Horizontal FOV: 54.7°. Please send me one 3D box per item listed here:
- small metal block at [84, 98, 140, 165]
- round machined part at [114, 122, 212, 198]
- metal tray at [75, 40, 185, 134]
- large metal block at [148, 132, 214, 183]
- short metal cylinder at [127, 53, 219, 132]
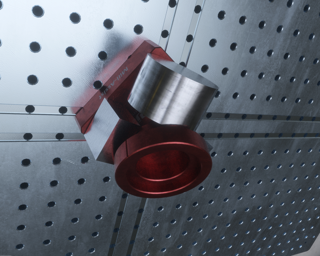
[{"bbox_3d":[-0.052,0.003,0.329,0.025,0.050,0.050,21,107,-36],"label":"small metal block"},{"bbox_3d":[0.001,0.030,0.324,0.099,0.042,0.097,-6,138,-5],"label":"round machined part"},{"bbox_3d":[-0.026,-0.029,0.378,0.130,0.030,0.090,-47,130,4],"label":"metal tray"},{"bbox_3d":[0.019,0.033,0.404,0.080,0.050,0.080,-47,160,4],"label":"large metal block"},{"bbox_3d":[0.013,-0.037,0.322,0.081,0.080,0.050,14,111,-34],"label":"short metal cylinder"}]
